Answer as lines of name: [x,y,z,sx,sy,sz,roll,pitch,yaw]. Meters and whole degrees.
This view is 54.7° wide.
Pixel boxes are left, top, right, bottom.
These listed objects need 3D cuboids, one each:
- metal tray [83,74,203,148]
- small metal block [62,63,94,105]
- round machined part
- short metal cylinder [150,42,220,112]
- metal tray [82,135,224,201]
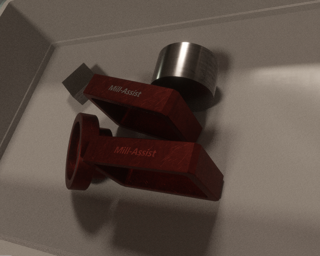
metal tray: [-0.022,-0.021,0.386,0.130,0.090,0.030,16,70,34]
small metal block: [-0.128,-0.074,0.516,0.050,0.025,0.050,-43,51,-2]
round machined part: [-0.091,0.031,0.400,0.098,0.042,0.097,-170,90,-66]
short metal cylinder: [0.032,-0.062,0.391,0.080,0.080,0.050,0,62,28]
metal tray: [-0.006,0.044,0.339,0.130,0.090,0.030,3,63,29]
